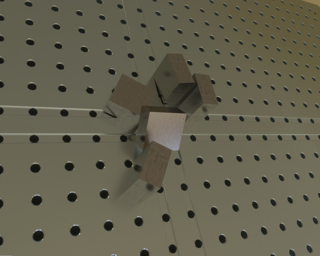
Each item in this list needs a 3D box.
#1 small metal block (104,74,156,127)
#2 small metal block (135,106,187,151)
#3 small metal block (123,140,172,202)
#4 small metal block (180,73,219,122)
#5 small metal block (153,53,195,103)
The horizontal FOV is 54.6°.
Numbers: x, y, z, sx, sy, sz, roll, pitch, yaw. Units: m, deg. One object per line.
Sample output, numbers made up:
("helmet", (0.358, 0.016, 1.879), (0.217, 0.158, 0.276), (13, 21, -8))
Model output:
("small metal block", (-0.039, -0.036, 0.409), (0.050, 0.025, 0.050), (27, 52, -12))
("small metal block", (0.001, 0.001, 0.389), (0.050, 0.050, 0.025), (1, 20, -28))
("small metal block", (-0.014, 0.050, 0.354), (0.025, 0.050, 0.050), (27, 52, -11))
("small metal block", (0.054, -0.042, 0.446), (0.025, 0.050, 0.050), (2, 61, -27))
("small metal block", (0.018, -0.071, 0.445), (0.025, 0.050, 0.050), (-7, 65, -31))
